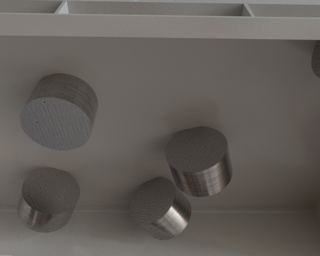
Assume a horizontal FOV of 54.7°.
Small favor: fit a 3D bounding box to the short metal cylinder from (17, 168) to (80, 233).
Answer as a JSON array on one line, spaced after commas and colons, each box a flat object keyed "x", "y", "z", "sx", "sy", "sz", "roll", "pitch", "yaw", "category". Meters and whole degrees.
[{"x": -0.166, "y": 0.107, "z": 0.462, "sx": 0.081, "sy": 0.080, "sz": 0.050, "roll": 18, "pitch": 128, "yaw": -15, "category": "short metal cylinder"}]

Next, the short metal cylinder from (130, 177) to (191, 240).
[{"x": 0.001, "y": 0.124, "z": 0.478, "sx": 0.080, "sy": 0.080, "sz": 0.050, "roll": -25, "pitch": 126, "yaw": 19, "category": "short metal cylinder"}]

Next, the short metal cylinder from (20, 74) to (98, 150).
[{"x": -0.119, "y": -0.019, "z": 0.376, "sx": 0.081, "sy": 0.050, "sz": 0.079, "roll": 0, "pitch": 130, "yaw": 0, "category": "short metal cylinder"}]

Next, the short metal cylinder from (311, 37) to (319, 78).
[{"x": 0.204, "y": -0.075, "z": 0.311, "sx": 0.050, "sy": 0.080, "sz": 0.080, "roll": 22, "pitch": 127, "yaw": -17, "category": "short metal cylinder"}]

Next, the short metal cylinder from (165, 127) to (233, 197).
[{"x": 0.052, "y": 0.044, "z": 0.410, "sx": 0.080, "sy": 0.080, "sz": 0.050, "roll": -12, "pitch": 129, "yaw": 10, "category": "short metal cylinder"}]
